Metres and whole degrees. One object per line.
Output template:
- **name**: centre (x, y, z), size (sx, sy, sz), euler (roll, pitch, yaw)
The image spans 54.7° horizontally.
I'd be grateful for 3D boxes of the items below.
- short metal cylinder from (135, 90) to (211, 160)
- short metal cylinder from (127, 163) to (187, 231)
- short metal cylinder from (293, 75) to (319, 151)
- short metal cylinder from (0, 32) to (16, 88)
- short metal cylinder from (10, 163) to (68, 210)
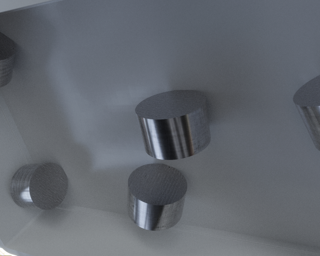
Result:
- **short metal cylinder**: centre (0.016, -0.006, 0.360), size (0.080, 0.080, 0.050), euler (3, 120, 26)
- **short metal cylinder**: centre (-0.005, 0.095, 0.433), size (0.080, 0.080, 0.050), euler (18, 125, 17)
- **short metal cylinder**: centre (0.168, -0.019, 0.273), size (0.080, 0.080, 0.050), euler (-21, 107, 35)
- **short metal cylinder**: centre (-0.253, -0.100, 0.442), size (0.080, 0.080, 0.050), euler (34, 129, 5)
- **short metal cylinder**: centre (-0.211, 0.102, 0.544), size (0.050, 0.080, 0.080), euler (-6, 115, 31)
